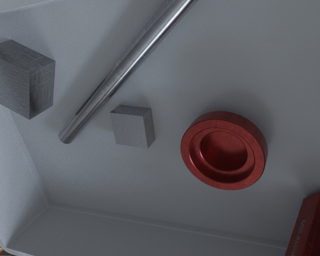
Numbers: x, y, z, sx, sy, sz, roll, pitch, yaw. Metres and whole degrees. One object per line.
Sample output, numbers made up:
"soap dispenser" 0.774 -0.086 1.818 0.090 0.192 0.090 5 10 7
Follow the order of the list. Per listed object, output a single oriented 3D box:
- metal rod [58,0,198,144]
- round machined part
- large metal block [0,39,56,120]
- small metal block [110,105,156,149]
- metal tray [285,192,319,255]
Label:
"metal rod" -0.061 -0.061 0.401 0.025 0.025 0.299 46 129 -5
"round machined part" 0.078 0.023 0.370 0.098 0.042 0.097 13 124 20
"large metal block" -0.205 -0.071 0.454 0.080 0.050 0.079 27 128 11
"small metal block" -0.037 -0.002 0.425 0.050 0.025 0.050 7 122 24
"metal tray" 0.185 0.144 0.330 0.090 0.131 0.030 37 145 3
